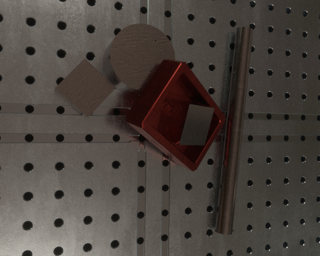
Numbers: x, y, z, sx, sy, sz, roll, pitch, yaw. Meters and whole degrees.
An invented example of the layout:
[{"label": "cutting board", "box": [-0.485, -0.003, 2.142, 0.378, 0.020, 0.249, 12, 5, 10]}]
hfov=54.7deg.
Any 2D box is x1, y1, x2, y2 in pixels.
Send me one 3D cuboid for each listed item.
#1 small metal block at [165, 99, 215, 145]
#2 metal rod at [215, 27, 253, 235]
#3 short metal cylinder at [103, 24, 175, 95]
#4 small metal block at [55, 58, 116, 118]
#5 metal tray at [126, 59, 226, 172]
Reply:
[{"label": "small metal block", "box": [0.038, -0.006, 0.388, 0.050, 0.025, 0.050, 4, 103, -46]}, {"label": "metal rod", "box": [0.109, 0.002, 0.454, 0.025, 0.025, 0.298, 7, 88, -20]}, {"label": "short metal cylinder", "box": [-0.028, -0.084, 0.390, 0.081, 0.050, 0.079, 0, 90, -21]}, {"label": "small metal block", "box": [-0.092, -0.048, 0.379, 0.050, 0.025, 0.050, 44, 76, -15]}, {"label": "metal tray", "box": [0.026, -0.012, 0.389, 0.090, 0.030, 0.130, -58, 136, -11]}]
